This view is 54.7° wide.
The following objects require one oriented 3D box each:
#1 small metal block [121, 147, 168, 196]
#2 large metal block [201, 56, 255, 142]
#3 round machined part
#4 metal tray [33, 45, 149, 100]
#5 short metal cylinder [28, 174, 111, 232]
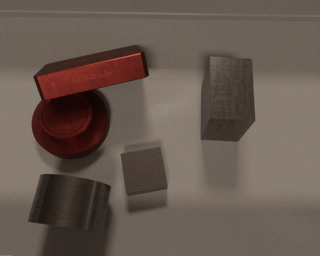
[{"bbox_3d":[-0.020,0.055,0.389,0.050,0.025,0.050,-9,70,-4],"label":"small metal block"},{"bbox_3d":[0.083,-0.033,0.394,0.050,0.080,0.080,3,70,1],"label":"large metal block"},{"bbox_3d":[-0.118,-0.012,0.403,0.099,0.042,0.098,0,70,-1],"label":"round machined part"},{"bbox_3d":[-0.086,-0.075,0.403,0.131,0.090,0.030,-14,112,-6],"label":"metal tray"},{"bbox_3d":[-0.099,0.085,0.348,0.080,0.080,0.050,7,70,2],"label":"short metal cylinder"}]
